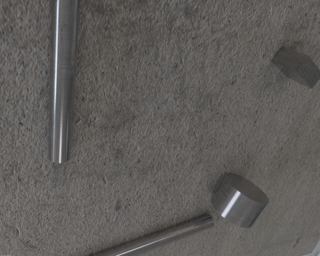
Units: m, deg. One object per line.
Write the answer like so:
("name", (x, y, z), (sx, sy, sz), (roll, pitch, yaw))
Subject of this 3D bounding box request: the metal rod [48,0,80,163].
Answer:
("metal rod", (-0.091, -0.097, 0.297), (0.025, 0.025, 0.298), (-3, 120, -27))

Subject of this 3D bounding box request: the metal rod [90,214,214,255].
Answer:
("metal rod", (-0.046, 0.198, 0.504), (0.302, 0.025, 0.025), (-12, 124, -22))

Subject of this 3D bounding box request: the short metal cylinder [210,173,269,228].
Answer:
("short metal cylinder", (0.132, 0.119, 0.518), (0.081, 0.080, 0.050), (16, 110, -35))

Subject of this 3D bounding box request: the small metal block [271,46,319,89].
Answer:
("small metal block", (0.196, -0.087, 0.444), (0.050, 0.050, 0.025), (29, 103, -38))
